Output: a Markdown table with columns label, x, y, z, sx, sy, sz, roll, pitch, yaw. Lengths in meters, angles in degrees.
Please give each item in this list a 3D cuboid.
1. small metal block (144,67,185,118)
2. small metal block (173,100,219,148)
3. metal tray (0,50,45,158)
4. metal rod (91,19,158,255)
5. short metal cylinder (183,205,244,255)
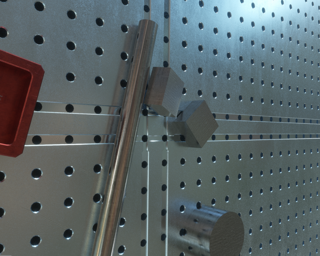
| label | x | y | z | sx | sy | sz | roll | pitch | yaw |
| --- | --- | --- | --- | --- | --- | --- | --- | --- | --- |
| small metal block | 0.007 | -0.046 | 0.405 | 0.050 | 0.025 | 0.050 | 34 | 67 | -61 |
| small metal block | 0.054 | -0.006 | 0.457 | 0.050 | 0.025 | 0.050 | -48 | 119 | -30 |
| metal tray | -0.175 | -0.031 | 0.259 | 0.131 | 0.030 | 0.090 | 18 | 78 | -39 |
| metal rod | -0.041 | 0.012 | 0.376 | 0.025 | 0.025 | 0.299 | 17 | 79 | -39 |
| short metal cylinder | 0.082 | 0.161 | 0.464 | 0.081 | 0.050 | 0.079 | 0 | 90 | -40 |
